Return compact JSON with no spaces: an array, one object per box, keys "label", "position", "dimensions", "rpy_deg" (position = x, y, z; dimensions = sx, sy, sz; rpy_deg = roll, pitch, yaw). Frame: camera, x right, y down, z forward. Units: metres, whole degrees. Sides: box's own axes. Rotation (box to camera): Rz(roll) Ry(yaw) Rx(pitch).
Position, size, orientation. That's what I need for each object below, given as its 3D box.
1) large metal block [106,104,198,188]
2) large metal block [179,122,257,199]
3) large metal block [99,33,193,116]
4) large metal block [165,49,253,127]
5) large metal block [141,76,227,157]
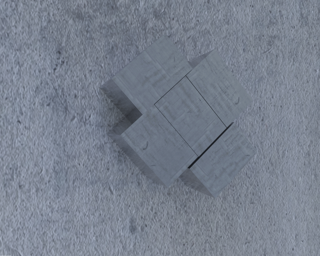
[{"label":"large metal block","position":[-0.013,0.020,0.378],"dimensions":[0.050,0.080,0.080],"rpy_deg":[-44,104,-15]},{"label":"large metal block","position":[0.064,0.038,0.406],"dimensions":[0.080,0.080,0.050],"rpy_deg":[-44,104,-15]},{"label":"large metal block","position":[-0.020,-0.060,0.375],"dimensions":[0.080,0.080,0.050],"rpy_deg":[-44,104,-15]},{"label":"large metal block","position":[0.058,-0.047,0.404],"dimensions":[0.050,0.080,0.080],"rpy_deg":[-44,104,-15]},{"label":"large metal block","position":[0.023,-0.013,0.391],"dimensions":[0.050,0.080,0.080],"rpy_deg":[-44,104,-15]}]
